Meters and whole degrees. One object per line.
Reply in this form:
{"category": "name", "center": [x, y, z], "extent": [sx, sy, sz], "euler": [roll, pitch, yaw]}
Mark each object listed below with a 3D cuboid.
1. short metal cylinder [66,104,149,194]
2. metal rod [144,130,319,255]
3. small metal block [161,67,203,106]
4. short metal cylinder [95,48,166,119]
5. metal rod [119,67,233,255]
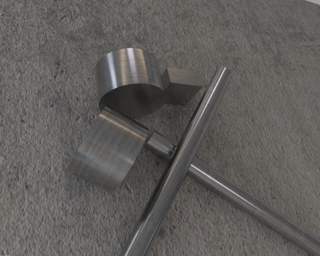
{"category": "short metal cylinder", "center": [-0.054, 0.022, 0.326], "extent": [0.050, 0.080, 0.080], "euler": [31, 52, -9]}
{"category": "metal rod", "center": [0.111, 0.095, 0.405], "extent": [0.301, 0.025, 0.025], "euler": [34, 51, -6]}
{"category": "small metal block", "center": [0.024, -0.057, 0.435], "extent": [0.050, 0.050, 0.025], "euler": [3, 61, -27]}
{"category": "short metal cylinder", "center": [-0.037, -0.052, 0.380], "extent": [0.081, 0.080, 0.050], "euler": [2, 61, -27]}
{"category": "metal rod", "center": [0.025, 0.037, 0.364], "extent": [0.025, 0.025, 0.300], "euler": [34, 61, -7]}
